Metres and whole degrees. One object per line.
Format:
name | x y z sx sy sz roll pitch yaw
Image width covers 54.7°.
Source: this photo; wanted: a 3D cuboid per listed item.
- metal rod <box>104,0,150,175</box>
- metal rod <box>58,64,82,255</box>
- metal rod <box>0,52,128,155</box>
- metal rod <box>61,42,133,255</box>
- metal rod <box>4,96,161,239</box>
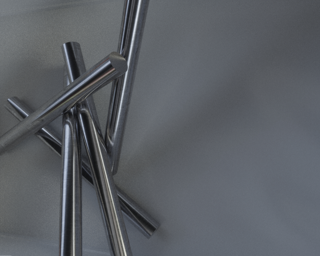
metal rod | -0.041 -0.064 0.360 0.025 0.025 0.298 26 123 18
metal rod | -0.111 0.042 0.388 0.025 0.025 0.299 -18 61 19
metal rod | -0.153 -0.018 0.414 0.299 0.025 0.025 -25 82 36
metal rod | -0.081 0.030 0.395 0.025 0.025 0.299 -20 79 18
metal rod | -0.121 0.049 0.451 0.300 0.025 0.025 38 102 15
